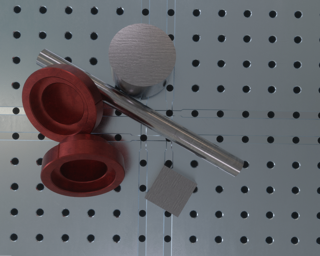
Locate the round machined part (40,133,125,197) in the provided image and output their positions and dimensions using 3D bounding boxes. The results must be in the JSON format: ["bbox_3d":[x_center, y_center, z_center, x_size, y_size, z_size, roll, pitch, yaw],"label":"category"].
[{"bbox_3d":[-0.095,0.044,0.386,0.099,0.098,0.042,-11,50,0],"label":"round machined part"}]

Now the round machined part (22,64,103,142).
[{"bbox_3d":[-0.117,-0.033,0.391,0.098,0.042,0.097,5,115,12],"label":"round machined part"}]

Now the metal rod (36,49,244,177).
[{"bbox_3d":[-0.026,-0.020,0.413,0.301,0.025,0.025,30,90,0],"label":"metal rod"}]

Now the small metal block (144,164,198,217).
[{"bbox_3d":[0.014,0.082,0.414,0.050,0.025,0.050,30,90,0],"label":"small metal block"}]

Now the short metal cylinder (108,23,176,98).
[{"bbox_3d":[-0.023,-0.084,0.393,0.081,0.050,0.080,1,80,-6],"label":"short metal cylinder"}]
